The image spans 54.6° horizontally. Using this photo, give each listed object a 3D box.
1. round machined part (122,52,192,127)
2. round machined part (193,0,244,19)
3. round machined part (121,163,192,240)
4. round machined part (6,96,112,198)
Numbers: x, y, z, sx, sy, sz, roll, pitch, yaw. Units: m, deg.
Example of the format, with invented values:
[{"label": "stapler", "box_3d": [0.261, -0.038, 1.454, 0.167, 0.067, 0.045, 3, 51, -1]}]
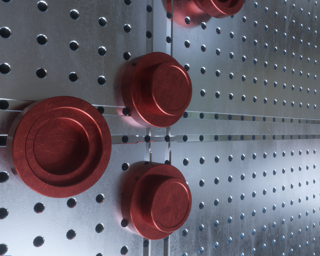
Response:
[{"label": "round machined part", "box_3d": [0.003, -0.049, 0.400, 0.099, 0.042, 0.097, 0, 90, -40]}, {"label": "round machined part", "box_3d": [0.082, -0.214, 0.465, 0.099, 0.042, 0.097, 0, 90, -40]}, {"label": "round machined part", "box_3d": [0.003, 0.095, 0.400, 0.099, 0.042, 0.097, 0, 90, -40]}, {"label": "round machined part", "box_3d": [-0.102, 0.018, 0.312, 0.099, 0.042, 0.097, 0, 90, -40]}]
